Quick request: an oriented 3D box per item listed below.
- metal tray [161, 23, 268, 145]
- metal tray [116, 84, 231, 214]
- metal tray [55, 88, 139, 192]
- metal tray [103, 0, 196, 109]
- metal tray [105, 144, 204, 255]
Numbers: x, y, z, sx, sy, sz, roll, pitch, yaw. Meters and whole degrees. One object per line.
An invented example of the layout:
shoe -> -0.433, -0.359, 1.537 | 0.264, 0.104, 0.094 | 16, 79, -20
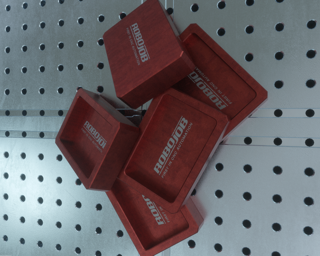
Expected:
metal tray -> 0.057, -0.054, 0.389 | 0.090, 0.030, 0.130 | -45, 77, 14
metal tray -> 0.014, 0.024, 0.372 | 0.090, 0.030, 0.129 | 30, 99, 17
metal tray -> -0.088, 0.011, 0.407 | 0.130, 0.030, 0.090 | 37, 103, 47
metal tray -> -0.019, -0.096, 0.384 | 0.090, 0.030, 0.130 | -32, 50, 16
metal tray -> -0.014, 0.095, 0.414 | 0.090, 0.030, 0.130 | -34, 79, 16
